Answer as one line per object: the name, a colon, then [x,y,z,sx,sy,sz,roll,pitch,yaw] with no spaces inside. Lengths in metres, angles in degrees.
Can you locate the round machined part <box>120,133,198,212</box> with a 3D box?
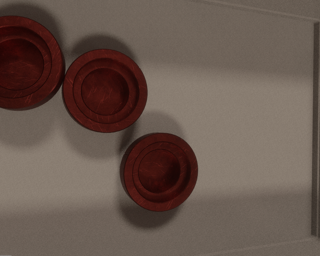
round machined part: [-0.004,0.054,0.401,0.099,0.042,0.097,0,90,-21]

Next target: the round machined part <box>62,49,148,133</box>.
round machined part: [-0.068,-0.043,0.377,0.099,0.042,0.097,0,90,-21]

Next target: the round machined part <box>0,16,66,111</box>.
round machined part: [-0.154,-0.067,0.338,0.099,0.042,0.097,1,86,-9]
